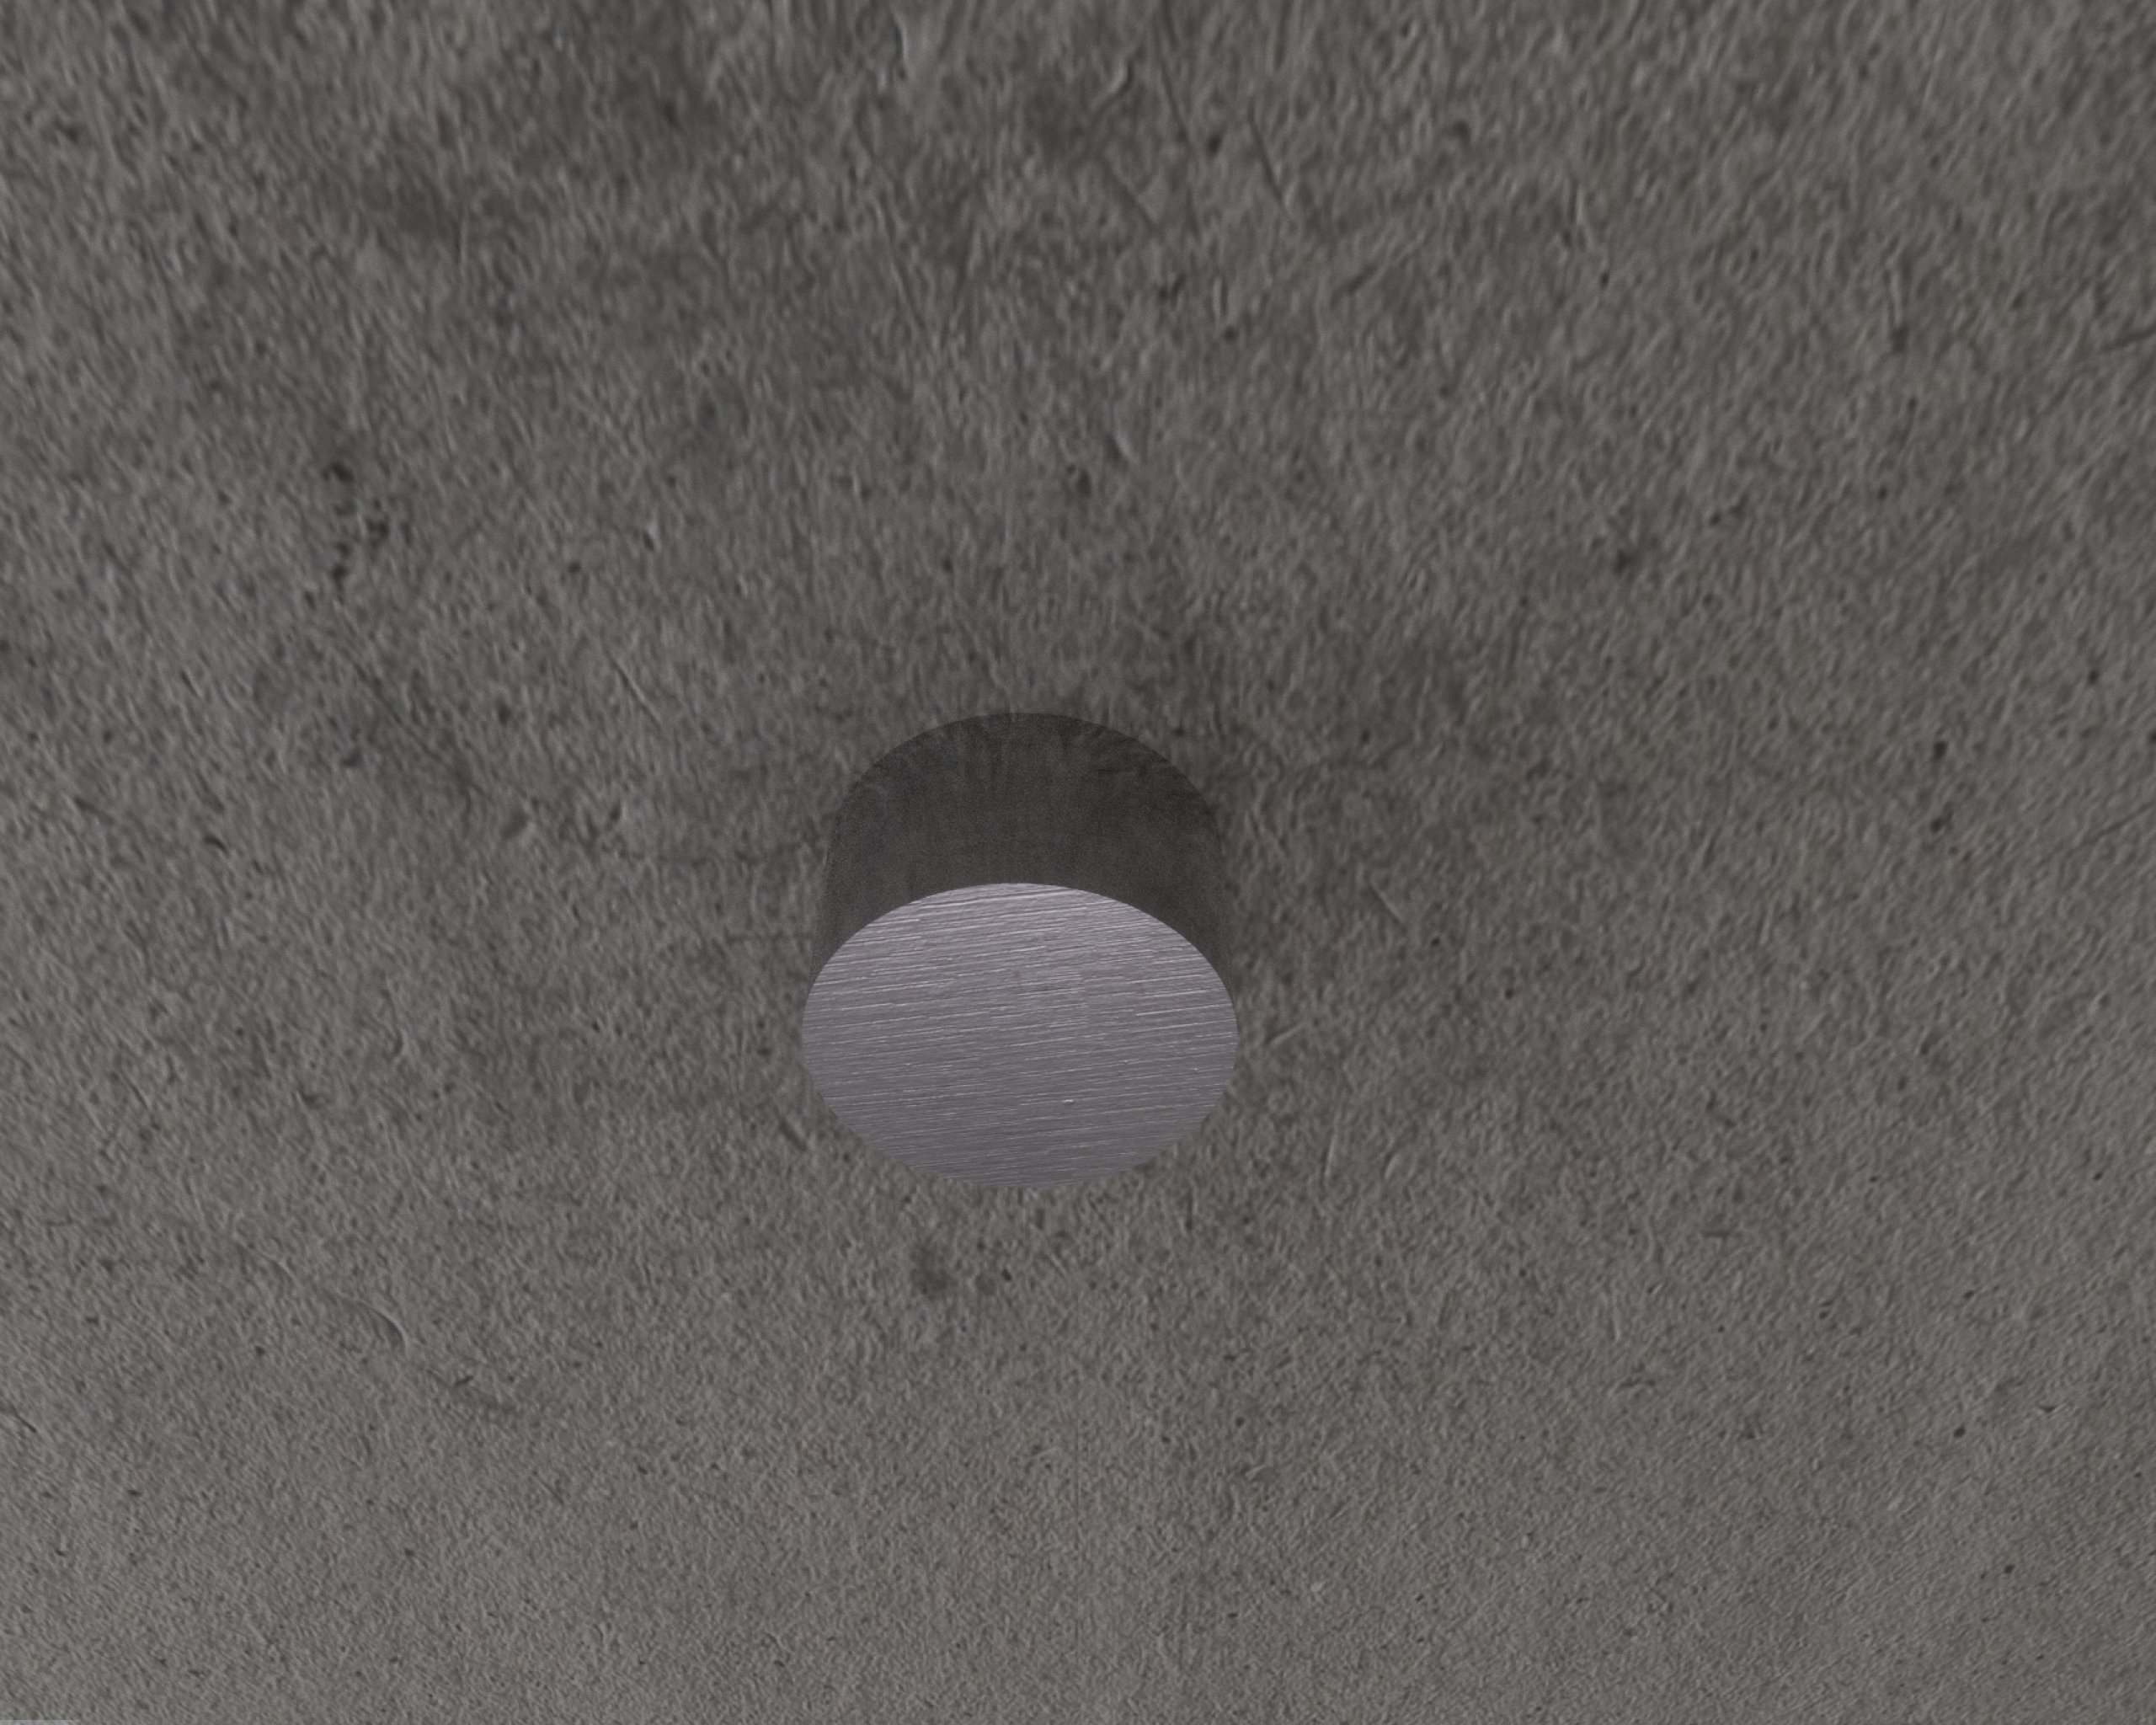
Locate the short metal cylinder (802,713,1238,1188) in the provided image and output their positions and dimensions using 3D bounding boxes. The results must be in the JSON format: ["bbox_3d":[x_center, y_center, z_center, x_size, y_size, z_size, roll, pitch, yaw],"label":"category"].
[{"bbox_3d":[-0.011,0.018,0.406,0.080,0.050,0.080,0,130,0],"label":"short metal cylinder"}]
